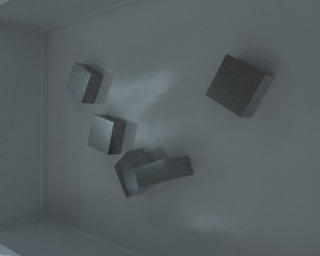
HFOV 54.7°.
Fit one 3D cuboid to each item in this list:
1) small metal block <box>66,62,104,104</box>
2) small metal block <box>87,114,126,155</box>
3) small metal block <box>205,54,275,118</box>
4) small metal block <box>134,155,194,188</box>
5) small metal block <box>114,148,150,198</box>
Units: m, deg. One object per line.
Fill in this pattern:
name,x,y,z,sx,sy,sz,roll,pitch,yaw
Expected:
small metal block,-0.125,-0.074,0.510,0.050,0.025,0.050,36,112,34
small metal block,-0.082,0.009,0.475,0.050,0.025,0.050,19,102,38
small metal block,0.086,-0.045,0.336,0.050,0.025,0.050,39,114,33
small metal block,0.005,0.054,0.386,0.050,0.050,0.025,-22,76,37
small metal block,-0.035,0.063,0.428,0.050,0.025,0.050,-47,61,47
